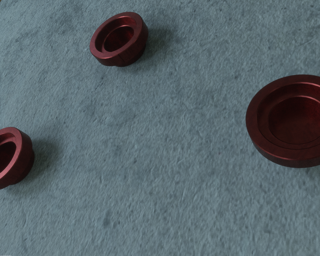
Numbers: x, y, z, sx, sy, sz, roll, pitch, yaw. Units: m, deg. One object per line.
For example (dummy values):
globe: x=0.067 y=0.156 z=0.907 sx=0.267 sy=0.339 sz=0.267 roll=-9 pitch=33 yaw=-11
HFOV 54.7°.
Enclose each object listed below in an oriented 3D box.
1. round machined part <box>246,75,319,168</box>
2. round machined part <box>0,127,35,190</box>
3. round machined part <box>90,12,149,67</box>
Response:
round machined part: x=0.143 y=-0.004 z=0.320 sx=0.098 sy=0.042 sz=0.098 roll=-13 pitch=56 yaw=20
round machined part: x=-0.238 y=0.051 z=0.484 sx=0.098 sy=0.042 sz=0.098 roll=-13 pitch=56 yaw=20
round machined part: x=-0.062 y=-0.140 z=0.510 sx=0.098 sy=0.042 sz=0.098 roll=-13 pitch=56 yaw=20
